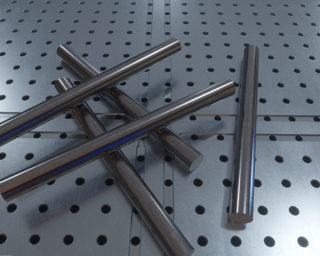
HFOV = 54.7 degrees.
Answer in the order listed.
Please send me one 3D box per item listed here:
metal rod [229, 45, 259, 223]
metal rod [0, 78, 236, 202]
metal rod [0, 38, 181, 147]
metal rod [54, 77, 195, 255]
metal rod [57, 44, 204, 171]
[{"bbox_3d":[0.119,-0.016,0.422,0.025,0.025,0.300,10,51,8],"label":"metal rod"},{"bbox_3d":[-0.034,0.004,0.369,0.302,0.025,0.025,-25,55,-20],"label":"metal rod"},{"bbox_3d":[-0.090,-0.055,0.418,0.302,0.025,0.025,-33,58,-25],"label":"metal rod"},{"bbox_3d":[-0.060,0.031,0.380,0.025,0.025,0.300,-27,55,-21],"label":"metal rod"},{"bbox_3d":[-0.058,-0.043,0.442,0.025,0.025,0.300,-35,59,-26],"label":"metal rod"}]
